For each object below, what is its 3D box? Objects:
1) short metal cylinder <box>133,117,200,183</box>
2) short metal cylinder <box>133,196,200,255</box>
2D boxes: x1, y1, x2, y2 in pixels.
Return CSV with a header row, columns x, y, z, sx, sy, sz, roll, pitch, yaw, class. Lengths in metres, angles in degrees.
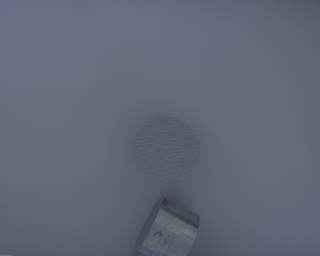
x,y,z,sx,sy,sz,roll,pitch,yaw,class
0.008,0.027,0.399,0.081,0.050,0.079,0,90,-1,short metal cylinder
0.007,0.132,0.384,0.050,0.080,0.080,29,90,0,short metal cylinder
